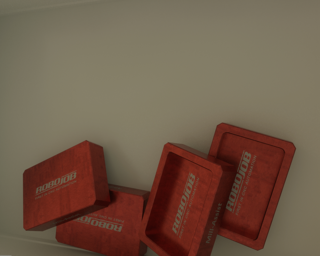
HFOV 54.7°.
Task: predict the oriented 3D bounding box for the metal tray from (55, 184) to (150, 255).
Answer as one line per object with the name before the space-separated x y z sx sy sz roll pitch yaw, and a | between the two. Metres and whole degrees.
metal tray | -0.080 0.125 0.435 0.130 0.030 0.089 7 92 19

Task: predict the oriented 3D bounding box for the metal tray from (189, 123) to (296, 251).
metal tray | 0.097 0.067 0.373 0.090 0.030 0.129 18 96 18

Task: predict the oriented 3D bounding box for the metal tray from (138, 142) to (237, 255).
metal tray | 0.028 0.091 0.366 0.090 0.030 0.129 22 98 45

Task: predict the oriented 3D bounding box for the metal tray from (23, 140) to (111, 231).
metal tray | -0.135 0.083 0.433 0.130 0.030 0.090 -25 61 21
